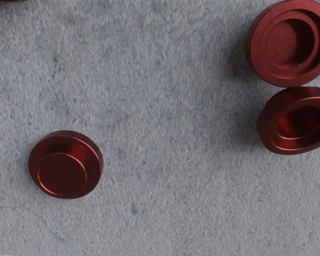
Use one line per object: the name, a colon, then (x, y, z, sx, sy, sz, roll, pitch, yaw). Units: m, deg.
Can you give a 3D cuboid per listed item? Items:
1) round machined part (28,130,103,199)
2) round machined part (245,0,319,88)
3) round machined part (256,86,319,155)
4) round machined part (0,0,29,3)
round machined part: (-0.129, 0.056, 0.420, 0.099, 0.042, 0.097, 0, 110, -1)
round machined part: (0.150, -0.100, 0.366, 0.099, 0.042, 0.097, 0, 110, -1)
round machined part: (0.169, -0.013, 0.386, 0.099, 0.042, 0.097, -3, 135, -2)
round machined part: (-0.162, -0.186, 0.330, 0.099, 0.042, 0.097, 0, 110, -1)
